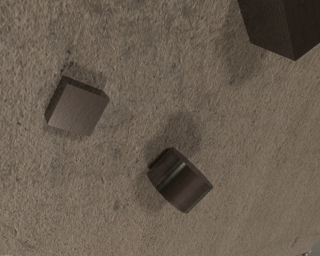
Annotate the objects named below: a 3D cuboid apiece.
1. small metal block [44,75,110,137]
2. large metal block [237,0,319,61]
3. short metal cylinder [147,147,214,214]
[{"bbox_3d":[-0.092,-0.023,0.343,0.050,0.025,0.050,20,108,-36],"label":"small metal block"},{"bbox_3d":[0.143,-0.137,0.367,0.050,0.080,0.080,-37,130,-4],"label":"large metal block"},{"bbox_3d":[0.028,0.072,0.433,0.050,0.080,0.080,-46,130,4],"label":"short metal cylinder"}]
